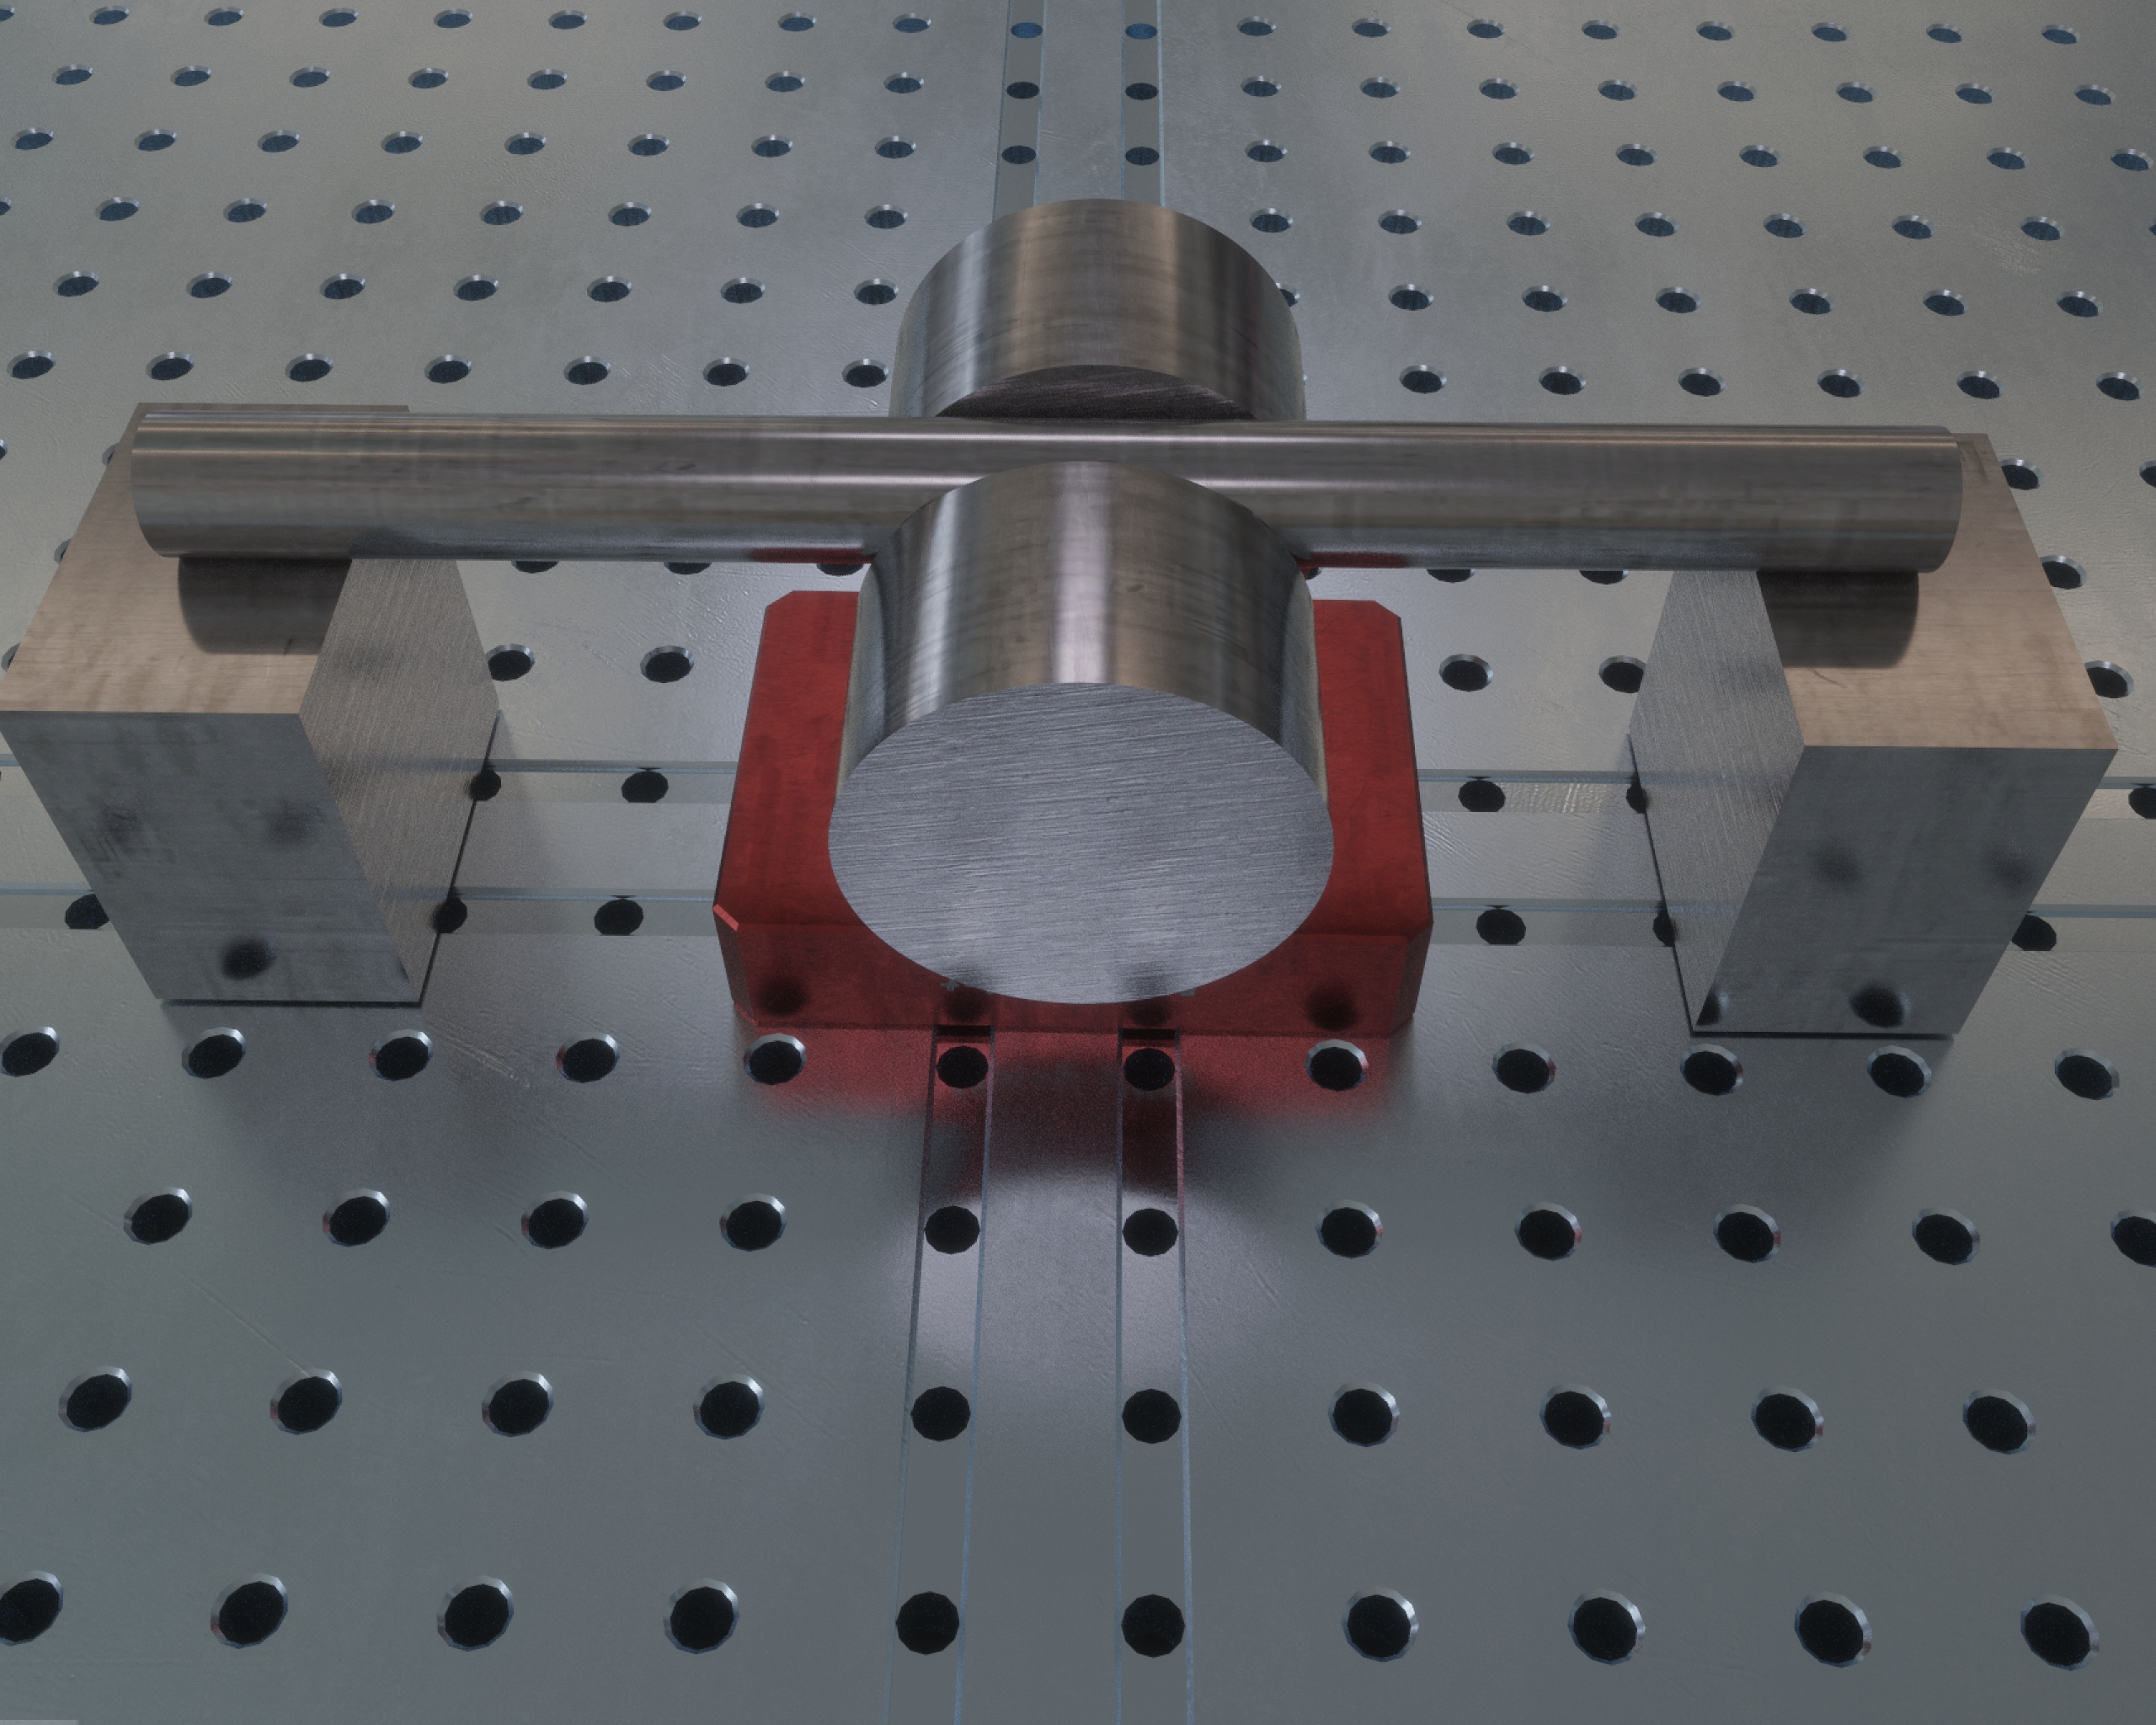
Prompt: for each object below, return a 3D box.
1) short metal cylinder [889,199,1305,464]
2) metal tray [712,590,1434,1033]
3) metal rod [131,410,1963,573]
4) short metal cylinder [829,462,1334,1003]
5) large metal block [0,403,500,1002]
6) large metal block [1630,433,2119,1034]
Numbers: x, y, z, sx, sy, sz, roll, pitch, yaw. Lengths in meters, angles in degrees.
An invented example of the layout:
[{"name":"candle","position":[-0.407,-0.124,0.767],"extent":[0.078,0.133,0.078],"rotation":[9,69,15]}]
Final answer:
[{"name":"short metal cylinder","position":[0.004,-0.078,0.398],"extent":[0.080,0.080,0.050],"rotation":[1,50,0]},{"name":"metal tray","position":[0.000,-0.012,0.414],"extent":[0.131,0.030,0.090],"rotation":[1,50,1]},{"name":"metal rod","position":[-0.005,-0.063,0.356],"extent":[0.302,0.025,0.025],"rotation":[1,50,0]},{"name":"short metal cylinder","position":[0.001,-0.020,0.350],"extent":[0.080,0.080,0.050],"rotation":[1,50,0]},{"name":"large metal block","position":[-0.151,-0.030,0.394],"extent":[0.050,0.080,0.080],"rotation":[1,50,1]},{"name":"large metal block","position":[0.143,-0.024,0.391],"extent":[0.050,0.080,0.080],"rotation":[1,50,1]}]
